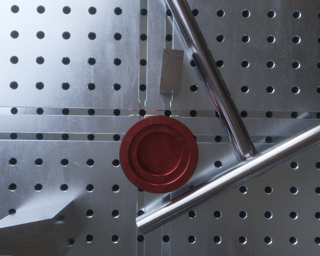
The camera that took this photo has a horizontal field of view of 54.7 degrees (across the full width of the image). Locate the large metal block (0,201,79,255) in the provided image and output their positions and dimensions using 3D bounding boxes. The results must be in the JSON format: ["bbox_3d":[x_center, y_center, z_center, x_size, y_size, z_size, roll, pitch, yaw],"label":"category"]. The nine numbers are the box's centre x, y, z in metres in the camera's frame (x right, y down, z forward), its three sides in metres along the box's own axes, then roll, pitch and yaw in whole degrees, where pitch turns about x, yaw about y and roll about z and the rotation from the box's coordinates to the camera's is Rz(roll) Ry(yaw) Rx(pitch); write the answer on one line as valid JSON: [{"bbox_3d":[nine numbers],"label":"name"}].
[{"bbox_3d":[-0.155,0.132,0.384,0.080,0.080,0.050,-11,90,0],"label":"large metal block"}]

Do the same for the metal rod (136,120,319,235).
[{"bbox_3d":[0.104,0.057,0.392,0.300,0.025,0.025,-30,91,8],"label":"metal rod"}]

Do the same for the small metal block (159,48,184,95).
[{"bbox_3d":[0.014,-0.071,0.401,0.025,0.050,0.050,6,90,0],"label":"small metal block"}]

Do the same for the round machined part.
[{"bbox_3d":[-0.001,0.033,0.405,0.099,0.042,0.097,0,90,-1],"label":"round machined part"}]

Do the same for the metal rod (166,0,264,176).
[{"bbox_3d":[0.067,-0.073,0.414,0.025,0.025,0.299,-25,90,0],"label":"metal rod"}]
